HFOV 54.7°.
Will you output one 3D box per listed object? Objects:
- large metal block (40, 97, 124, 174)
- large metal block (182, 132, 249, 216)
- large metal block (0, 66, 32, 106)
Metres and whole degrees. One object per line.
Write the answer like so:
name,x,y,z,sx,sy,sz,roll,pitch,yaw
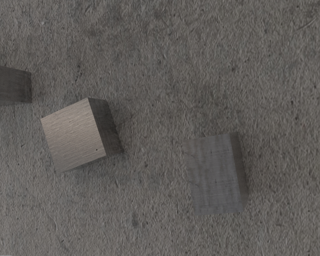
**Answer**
large metal block,-0.108,0.011,0.434,0.080,0.050,0.080,-21,83,18
large metal block,0.067,0.048,0.356,0.050,0.080,0.080,-11,87,20
large metal block,-0.257,-0.062,0.470,0.080,0.080,0.050,-3,89,20
